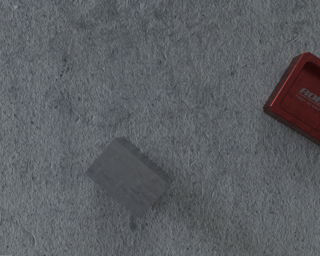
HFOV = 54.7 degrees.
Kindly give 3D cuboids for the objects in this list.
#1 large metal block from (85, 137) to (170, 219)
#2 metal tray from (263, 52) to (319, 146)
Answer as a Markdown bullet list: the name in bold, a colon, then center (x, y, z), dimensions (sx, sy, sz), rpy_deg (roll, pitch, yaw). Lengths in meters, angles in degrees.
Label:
- **large metal block**: center (-0.036, 0.056, 0.382), dimensions (0.080, 0.080, 0.050), rpy_deg (40, 90, 0)
- **metal tray**: center (0.217, -0.028, 0.409), dimensions (0.130, 0.030, 0.090), rpy_deg (31, 90, 0)
